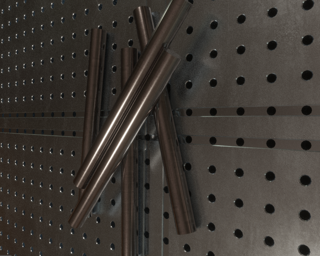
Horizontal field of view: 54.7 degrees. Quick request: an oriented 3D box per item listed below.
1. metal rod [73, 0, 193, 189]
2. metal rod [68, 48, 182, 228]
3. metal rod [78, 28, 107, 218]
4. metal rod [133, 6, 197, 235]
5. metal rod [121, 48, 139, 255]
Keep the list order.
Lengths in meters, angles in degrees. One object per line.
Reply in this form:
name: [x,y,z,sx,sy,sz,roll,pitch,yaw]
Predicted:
metal rod: [-0.047,-0.031,0.411,0.025,0.025,0.298,47,118,29]
metal rod: [-0.057,0.029,0.420,0.025,0.025,0.298,46,117,30]
metal rod: [-0.109,-0.005,0.496,0.025,0.025,0.298,9,96,39]
metal rod: [0.004,-0.017,0.403,0.025,0.025,0.298,-19,78,38]
metal rod: [-0.043,0.037,0.442,0.025,0.025,0.298,0,90,39]
